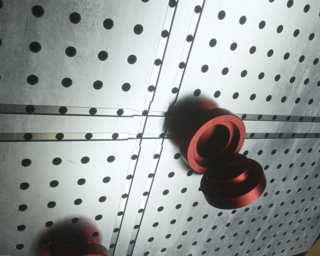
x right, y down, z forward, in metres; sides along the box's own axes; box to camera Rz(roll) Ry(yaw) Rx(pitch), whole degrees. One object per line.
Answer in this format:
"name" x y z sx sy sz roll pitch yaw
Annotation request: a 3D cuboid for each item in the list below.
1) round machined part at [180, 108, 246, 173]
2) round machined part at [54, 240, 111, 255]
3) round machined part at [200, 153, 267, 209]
"round machined part" 0.072 0.014 0.450 0.099 0.042 0.097 -14 124 -21
"round machined part" -0.123 0.207 0.463 0.099 0.042 0.097 -14 125 -21
"round machined part" 0.108 0.074 0.474 0.098 0.098 0.042 -29 114 -10
